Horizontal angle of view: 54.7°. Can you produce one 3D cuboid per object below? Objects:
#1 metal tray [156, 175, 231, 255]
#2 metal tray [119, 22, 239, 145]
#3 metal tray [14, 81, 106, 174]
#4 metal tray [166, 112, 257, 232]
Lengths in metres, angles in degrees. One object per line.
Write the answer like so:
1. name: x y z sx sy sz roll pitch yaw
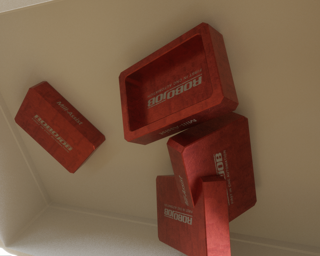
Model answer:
1. metal tray: 0.035 0.105 0.384 0.130 0.030 0.089 162 107 -66
2. metal tray: 0.013 -0.043 0.338 0.130 0.030 0.090 -23 65 35
3. metal tray: -0.159 0.002 0.488 0.130 0.030 0.090 44 129 -3
4. metal tray: 0.065 0.055 0.363 0.030 0.091 0.129 30 140 55
